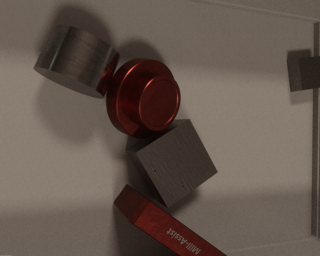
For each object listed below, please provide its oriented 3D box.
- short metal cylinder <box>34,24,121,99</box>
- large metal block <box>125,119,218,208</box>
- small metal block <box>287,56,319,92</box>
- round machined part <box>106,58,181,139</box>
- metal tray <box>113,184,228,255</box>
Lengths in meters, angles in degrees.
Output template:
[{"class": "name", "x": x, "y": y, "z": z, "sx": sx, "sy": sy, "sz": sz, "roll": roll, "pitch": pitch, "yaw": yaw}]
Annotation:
[{"class": "short metal cylinder", "x": -0.092, "y": -0.072, "z": 0.348, "sx": 0.080, "sy": 0.080, "sz": 0.050, "roll": 23, "pitch": 82, "yaw": -19}, {"class": "large metal block", "x": 0.015, "y": 0.043, "z": 0.404, "sx": 0.080, "sy": 0.050, "sz": 0.080, "roll": -32, "pitch": 101, "yaw": -17}, {"class": "small metal block", "x": 0.237, "y": -0.087, "z": 0.500, "sx": 0.050, "sy": 0.025, "sz": 0.050, "roll": -10, "pitch": 93, "yaw": -20}, {"class": "round machined part", "x": -0.013, "y": -0.033, "z": 0.376, "sx": 0.099, "sy": 0.042, "sz": 0.097, "roll": -19, "pitch": 117, "yaw": -41}, {"class": "metal tray", "x": 0.011, "y": 0.124, "z": 0.381, "sx": 0.130, "sy": 0.090, "sz": 0.030, "roll": 39, "pitch": 78, "yaw": -16}]
